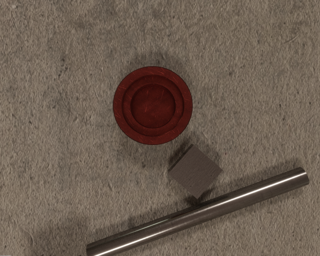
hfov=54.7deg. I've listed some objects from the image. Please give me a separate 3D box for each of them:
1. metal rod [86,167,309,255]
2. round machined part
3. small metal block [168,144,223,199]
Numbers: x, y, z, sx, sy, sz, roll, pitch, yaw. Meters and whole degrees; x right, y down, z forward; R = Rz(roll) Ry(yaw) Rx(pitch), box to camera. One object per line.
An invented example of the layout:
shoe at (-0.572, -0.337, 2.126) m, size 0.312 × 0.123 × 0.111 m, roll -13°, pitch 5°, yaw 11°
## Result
metal rod at (0.050, 0.115, 0.410) m, size 0.302 × 0.025 × 0.025 m, roll -20°, pitch 90°, yaw -1°
round machined part at (-0.009, -0.028, 0.401) m, size 0.099 × 0.042 × 0.097 m, roll 0°, pitch 90°, yaw -1°
small metal block at (0.046, 0.056, 0.411) m, size 0.050 × 0.025 × 0.050 m, roll 41°, pitch 90°, yaw -1°
